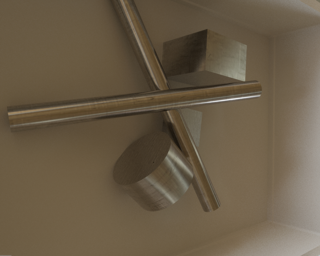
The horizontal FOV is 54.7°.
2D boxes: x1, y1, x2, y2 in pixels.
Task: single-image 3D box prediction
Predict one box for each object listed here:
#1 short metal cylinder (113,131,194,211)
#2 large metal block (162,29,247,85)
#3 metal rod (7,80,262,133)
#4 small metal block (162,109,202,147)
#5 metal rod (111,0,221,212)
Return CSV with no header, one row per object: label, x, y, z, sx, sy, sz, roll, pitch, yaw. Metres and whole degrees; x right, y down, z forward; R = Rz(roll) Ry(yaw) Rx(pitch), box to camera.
short metal cylinder,-0.008,0.050,0.366,0.050,0.080,0.080,52,59,-28
large metal block,0.060,-0.090,0.423,0.081,0.080,0.050,6,87,-40
metal rod,-0.006,-0.030,0.354,0.303,0.025,0.025,-9,96,-25
small metal block,0.031,-0.002,0.435,0.050,0.025,0.050,11,83,-40
metal rod,0.010,-0.029,0.391,0.025,0.025,0.299,-31,102,-36
